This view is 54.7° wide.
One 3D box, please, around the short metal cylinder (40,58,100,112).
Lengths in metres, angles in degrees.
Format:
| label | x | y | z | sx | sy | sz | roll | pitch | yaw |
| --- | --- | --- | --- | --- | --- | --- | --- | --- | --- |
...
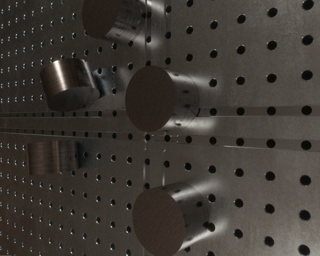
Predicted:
| label | x | y | z | sx | sy | sz | roll | pitch | yaw |
| --- | --- | --- | --- | --- | --- | --- | --- | --- | --- |
| short metal cylinder | -0.141 | -0.066 | 0.487 | 0.080 | 0.081 | 0.050 | -32 | 70 | 35 |

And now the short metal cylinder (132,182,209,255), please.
| label | x | y | z | sx | sy | sz | roll | pitch | yaw |
| --- | --- | --- | --- | --- | --- | --- | --- | --- | --- |
| short metal cylinder | 0.012 | 0.110 | 0.381 | 0.080 | 0.050 | 0.079 | 0 | 90 | 39 |

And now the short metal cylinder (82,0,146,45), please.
| label | x | y | z | sx | sy | sz | roll | pitch | yaw |
| --- | --- | --- | --- | --- | --- | --- | --- | --- | --- |
| short metal cylinder | -0.067 | -0.164 | 0.446 | 0.080 | 0.050 | 0.079 | 0 | 90 | 39 |

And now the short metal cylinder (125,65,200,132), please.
| label | x | y | z | sx | sy | sz | roll | pitch | yaw |
| --- | --- | --- | --- | --- | --- | --- | --- | --- | --- |
| short metal cylinder | 0.003 | -0.035 | 0.389 | 0.080 | 0.050 | 0.079 | 0 | 90 | 39 |

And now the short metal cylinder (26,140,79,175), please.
| label | x | y | z | sx | sy | sz | roll | pitch | yaw |
| --- | --- | --- | --- | --- | --- | --- | --- | --- | --- |
| short metal cylinder | -0.178 | 0.049 | 0.517 | 0.080 | 0.081 | 0.050 | -8 | 85 | 39 |
